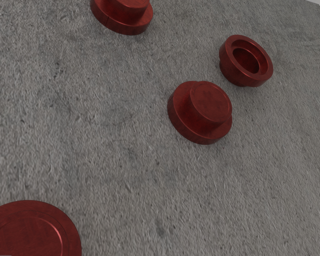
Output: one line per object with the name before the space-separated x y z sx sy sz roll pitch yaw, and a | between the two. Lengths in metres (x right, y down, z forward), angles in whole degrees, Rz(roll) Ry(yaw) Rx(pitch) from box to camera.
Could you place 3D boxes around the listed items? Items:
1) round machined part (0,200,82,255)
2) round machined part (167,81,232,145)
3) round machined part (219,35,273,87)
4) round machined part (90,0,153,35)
round machined part | -0.116 0.109 0.264 0.099 0.042 0.098 14 56 -21
round machined part | 0.063 -0.028 0.444 0.099 0.042 0.098 14 56 -21
round machined part | 0.143 -0.111 0.537 0.099 0.042 0.098 14 56 -21
round machined part | -0.055 -0.196 0.483 0.099 0.042 0.098 14 56 -21
